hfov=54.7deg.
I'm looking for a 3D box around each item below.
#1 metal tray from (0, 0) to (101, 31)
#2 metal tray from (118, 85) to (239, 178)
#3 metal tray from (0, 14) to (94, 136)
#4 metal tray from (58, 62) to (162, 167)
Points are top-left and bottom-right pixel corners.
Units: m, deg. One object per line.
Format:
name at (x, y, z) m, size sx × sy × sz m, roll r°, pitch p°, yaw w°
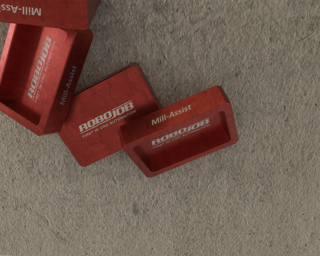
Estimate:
metal tray at (-0.132, -0.141, 0.319) m, size 0.131 × 0.090 × 0.030 m, roll 5°, pitch 134°, yaw -2°
metal tray at (0.026, 0.009, 0.383) m, size 0.130 × 0.030 × 0.090 m, roll -23°, pitch 143°, yaw 5°
metal tray at (-0.139, -0.067, 0.357) m, size 0.090 × 0.030 × 0.129 m, roll 29°, pitch 106°, yaw 18°
metal tray at (-0.066, -0.016, 0.401) m, size 0.130 × 0.030 × 0.090 m, roll -26°, pitch 108°, yaw 9°
